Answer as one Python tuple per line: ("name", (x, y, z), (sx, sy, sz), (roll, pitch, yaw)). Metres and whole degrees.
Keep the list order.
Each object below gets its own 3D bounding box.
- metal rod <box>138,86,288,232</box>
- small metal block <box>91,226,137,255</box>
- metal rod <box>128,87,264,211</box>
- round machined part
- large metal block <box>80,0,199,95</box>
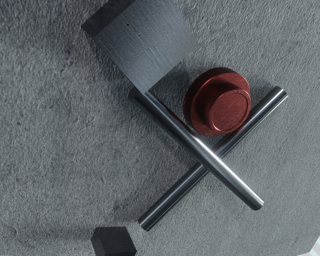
("metal rod", (0.081, 0.049, 0.483), (0.300, 0.025, 0.025), (-44, 130, 2))
("small metal block", (-0.070, 0.176, 0.463), (0.050, 0.050, 0.025), (10, 113, -33))
("metal rod", (0.067, 0.042, 0.443), (0.025, 0.025, 0.300), (-46, 121, 3))
("round machined part", (0.084, -0.030, 0.425), (0.099, 0.042, 0.097), (-14, 125, -21))
("large metal block", (-0.020, -0.096, 0.322), (0.080, 0.050, 0.080), (-42, 130, 0))
